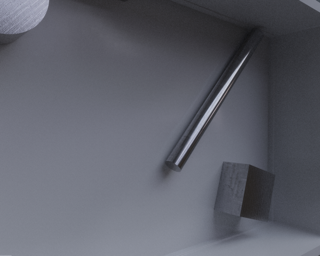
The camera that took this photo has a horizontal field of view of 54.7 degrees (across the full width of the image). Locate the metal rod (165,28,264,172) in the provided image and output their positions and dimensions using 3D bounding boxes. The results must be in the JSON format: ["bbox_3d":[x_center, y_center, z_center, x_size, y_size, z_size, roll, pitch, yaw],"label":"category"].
[{"bbox_3d":[0.096,-0.058,0.489,0.025,0.025,0.301,51,60,-29],"label":"metal rod"}]

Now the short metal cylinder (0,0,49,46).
[{"bbox_3d":[-0.146,-0.116,0.269,0.081,0.050,0.079,0,90,-40],"label":"short metal cylinder"}]

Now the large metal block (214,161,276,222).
[{"bbox_3d":[0.141,0.106,0.512,0.080,0.050,0.080,23,76,-38],"label":"large metal block"}]
